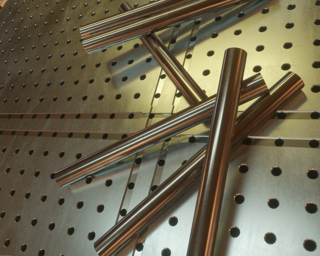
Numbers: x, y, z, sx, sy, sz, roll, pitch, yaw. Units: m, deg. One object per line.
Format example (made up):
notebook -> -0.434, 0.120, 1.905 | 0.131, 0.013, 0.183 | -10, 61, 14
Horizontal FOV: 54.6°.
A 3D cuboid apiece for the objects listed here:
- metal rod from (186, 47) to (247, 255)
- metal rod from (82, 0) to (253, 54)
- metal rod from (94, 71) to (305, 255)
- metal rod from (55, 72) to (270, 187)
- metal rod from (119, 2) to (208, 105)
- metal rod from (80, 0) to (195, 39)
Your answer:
metal rod -> 0.053, 0.058, 0.312 | 0.025, 0.025, 0.299 | 5, 74, 30
metal rod -> 0.023, -0.171, 0.476 | 0.301, 0.025, 0.025 | -15, 55, 10
metal rod -> 0.045, 0.043, 0.358 | 0.300, 0.025, 0.025 | -41, 51, -1
metal rod -> -0.011, 0.010, 0.394 | 0.300, 0.025, 0.025 | -26, 53, 18
metal rod -> -0.003, -0.124, 0.487 | 0.025, 0.025, 0.300 | -35, 51, 5
metal rod -> 0.013, -0.197, 0.499 | 0.301, 0.025, 0.025 | -14, 56, 11
